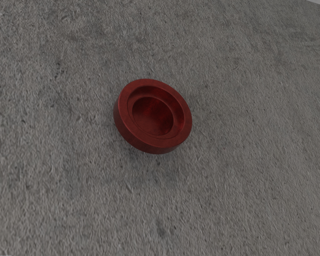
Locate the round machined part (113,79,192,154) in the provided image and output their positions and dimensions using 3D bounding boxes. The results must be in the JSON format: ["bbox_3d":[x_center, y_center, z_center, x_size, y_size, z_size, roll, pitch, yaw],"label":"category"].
[{"bbox_3d":[-0.012,-0.011,0.393,0.099,0.042,0.098,13,56,-21],"label":"round machined part"}]
